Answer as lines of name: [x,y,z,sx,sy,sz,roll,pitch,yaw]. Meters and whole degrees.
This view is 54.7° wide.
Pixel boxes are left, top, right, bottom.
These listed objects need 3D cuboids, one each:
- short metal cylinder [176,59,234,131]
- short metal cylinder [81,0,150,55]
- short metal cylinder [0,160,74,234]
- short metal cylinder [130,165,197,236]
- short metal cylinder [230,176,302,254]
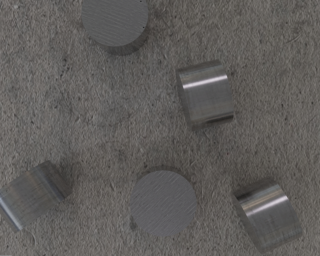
short metal cylinder: [0.053,-0.040,0.383,0.050,0.080,0.080,-14,90,0]
short metal cylinder: [-0.054,-0.138,0.397,0.081,0.050,0.080,0,90,0]
short metal cylinder: [-0.156,0.083,0.381,0.080,0.080,0.050,-35,90,0]
short metal cylinder: [0.004,0.091,0.397,0.081,0.050,0.080,0,90,0]
short metal cylinder: [0.129,0.107,0.383,0.050,0.080,0.080,-24,90,0]
